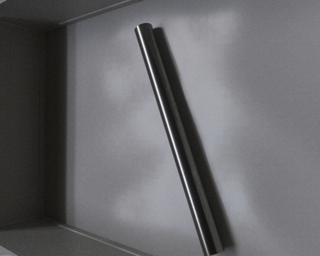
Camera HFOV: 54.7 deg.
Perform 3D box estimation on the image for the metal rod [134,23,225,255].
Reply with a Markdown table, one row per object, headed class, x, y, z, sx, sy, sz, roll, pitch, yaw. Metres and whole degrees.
| class | x | y | z | sx | sy | sz | roll | pitch | yaw |
| --- | --- | --- | --- | --- | --- | --- | --- | --- | --- |
| metal rod | 0.020 | 0.003 | 0.388 | 0.025 | 0.025 | 0.299 | -27 | 73 | 36 |
